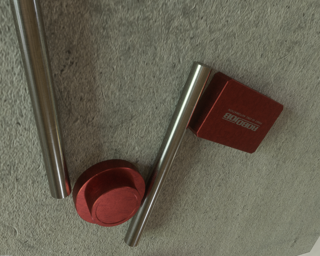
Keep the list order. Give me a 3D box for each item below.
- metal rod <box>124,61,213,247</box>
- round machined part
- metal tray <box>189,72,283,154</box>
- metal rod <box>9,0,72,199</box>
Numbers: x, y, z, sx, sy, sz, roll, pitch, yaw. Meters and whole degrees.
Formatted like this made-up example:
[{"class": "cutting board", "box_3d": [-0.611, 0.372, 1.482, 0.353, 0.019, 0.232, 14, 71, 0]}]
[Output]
[{"class": "metal rod", "box_3d": [0.005, 0.051, 0.442, 0.025, 0.025, 0.298, 7, 115, -32]}, {"class": "round machined part", "box_3d": [-0.065, 0.094, 0.420, 0.099, 0.042, 0.097, -14, 125, -21]}, {"class": "metal tray", "box_3d": [0.113, -0.018, 0.457, 0.131, 0.030, 0.089, 17, 109, -36]}, {"class": "metal rod", "box_3d": [-0.121, -0.047, 0.312, 0.025, 0.025, 0.298, -13, 124, -22]}]
